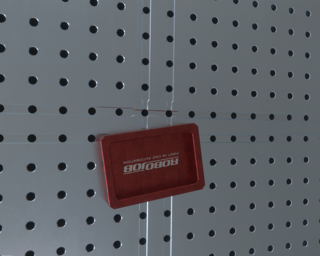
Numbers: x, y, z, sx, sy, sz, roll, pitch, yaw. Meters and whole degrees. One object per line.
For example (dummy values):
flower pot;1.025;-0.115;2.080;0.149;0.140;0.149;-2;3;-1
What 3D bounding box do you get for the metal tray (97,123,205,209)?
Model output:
metal tray;-0.010;0.046;0.406;0.131;0.030;0.090;-8;93;-20
